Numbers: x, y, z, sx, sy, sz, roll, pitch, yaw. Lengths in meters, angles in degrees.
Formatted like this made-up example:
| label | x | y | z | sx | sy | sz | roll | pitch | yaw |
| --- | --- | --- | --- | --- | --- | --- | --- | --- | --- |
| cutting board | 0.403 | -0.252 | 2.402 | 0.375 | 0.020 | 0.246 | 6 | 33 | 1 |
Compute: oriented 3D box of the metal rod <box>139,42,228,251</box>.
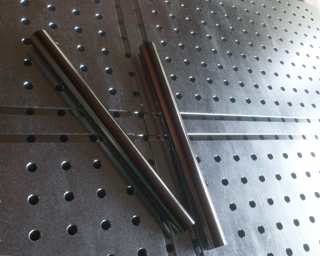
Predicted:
| label | x | y | z | sx | sy | sz | roll | pitch | yaw |
| --- | --- | --- | --- | --- | --- | --- | --- | --- | --- |
| metal rod | 0.024 | 0.008 | 0.417 | 0.025 | 0.025 | 0.299 | -4 | 64 | -31 |

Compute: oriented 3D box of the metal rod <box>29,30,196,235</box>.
| label | x | y | z | sx | sy | sz | roll | pitch | yaw |
| --- | --- | --- | --- | --- | --- | --- | --- | --- | --- |
| metal rod | -0.062 | -0.001 | 0.376 | 0.025 | 0.025 | 0.300 | -33 | 80 | -38 |
